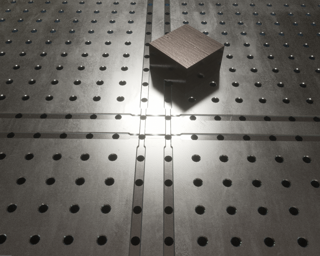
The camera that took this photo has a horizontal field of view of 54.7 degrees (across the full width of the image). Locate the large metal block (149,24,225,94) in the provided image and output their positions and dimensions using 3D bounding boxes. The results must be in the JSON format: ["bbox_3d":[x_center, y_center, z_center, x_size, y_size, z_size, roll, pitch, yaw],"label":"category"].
[{"bbox_3d":[0.040,-0.110,0.484,0.080,0.050,0.080,-35,59,-26],"label":"large metal block"}]
